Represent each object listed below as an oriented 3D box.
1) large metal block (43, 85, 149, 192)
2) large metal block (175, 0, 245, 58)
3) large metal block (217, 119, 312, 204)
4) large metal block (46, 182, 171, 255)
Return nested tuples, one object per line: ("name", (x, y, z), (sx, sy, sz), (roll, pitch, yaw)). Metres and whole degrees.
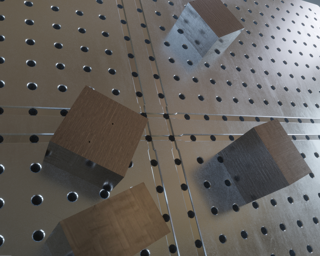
("large metal block", (-0.070, 0.012, 0.347), (0.080, 0.050, 0.080), (28, 52, -10))
("large metal block", (0.088, -0.181, 0.549), (0.081, 0.050, 0.080), (-30, 79, -38))
("large metal block", (0.137, 0.046, 0.418), (0.050, 0.080, 0.080), (-16, 70, -34))
("large metal block", (-0.050, 0.100, 0.285), (0.081, 0.080, 0.050), (-20, 73, -35))
